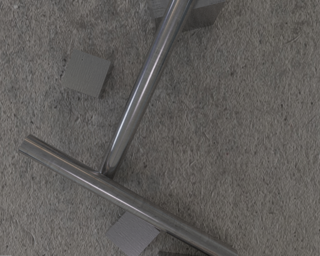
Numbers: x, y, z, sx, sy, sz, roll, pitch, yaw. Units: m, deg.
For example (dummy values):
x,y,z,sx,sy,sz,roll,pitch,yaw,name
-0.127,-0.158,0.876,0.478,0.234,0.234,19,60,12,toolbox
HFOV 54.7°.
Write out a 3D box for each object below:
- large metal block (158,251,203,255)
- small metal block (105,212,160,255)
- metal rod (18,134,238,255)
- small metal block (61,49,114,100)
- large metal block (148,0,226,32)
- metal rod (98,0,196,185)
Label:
x,y,z,sx,sy,sz,roll,pitch,yaw,name
0.033,0.212,0.398,0.080,0.050,0.080,7,90,0,large metal block
-0.035,0.135,0.410,0.050,0.025,0.050,43,90,0,small metal block
-0.032,0.095,0.387,0.301,0.025,0.025,31,90,-9,metal rod
-0.095,-0.070,0.409,0.050,0.025,0.050,20,90,0,small metal block
0.028,-0.155,0.383,0.080,0.080,0.050,-14,90,0,large metal block
-0.019,-0.046,0.361,0.025,0.025,0.298,26,110,0,metal rod
